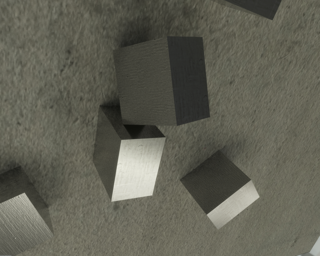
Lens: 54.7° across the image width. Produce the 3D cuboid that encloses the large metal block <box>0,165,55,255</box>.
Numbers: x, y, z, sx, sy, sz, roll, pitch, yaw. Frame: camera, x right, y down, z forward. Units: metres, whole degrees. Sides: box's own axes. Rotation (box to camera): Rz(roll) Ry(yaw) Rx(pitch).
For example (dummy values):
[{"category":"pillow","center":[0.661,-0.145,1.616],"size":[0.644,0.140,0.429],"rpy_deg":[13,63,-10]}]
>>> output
[{"category":"large metal block","center":[-0.180,0.103,0.356],"size":[0.081,0.050,0.080],"rpy_deg":[-24,128,-14]}]

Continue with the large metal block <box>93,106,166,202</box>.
[{"category":"large metal block","center":[-0.041,0.026,0.367],"size":[0.050,0.080,0.079],"rpy_deg":[-2,120,-28]}]

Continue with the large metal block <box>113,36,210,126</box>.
[{"category":"large metal block","center":[0.001,-0.047,0.320],"size":[0.050,0.080,0.079],"rpy_deg":[-15,102,-43]}]

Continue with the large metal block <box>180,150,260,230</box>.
[{"category":"large metal block","center":[0.091,0.094,0.482],"size":[0.080,0.080,0.050],"rpy_deg":[-37,130,-4]}]

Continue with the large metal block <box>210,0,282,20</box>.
[{"category":"large metal block","center":[0.072,-0.154,0.317],"size":[0.081,0.080,0.050],"rpy_deg":[6,115,-32]}]
